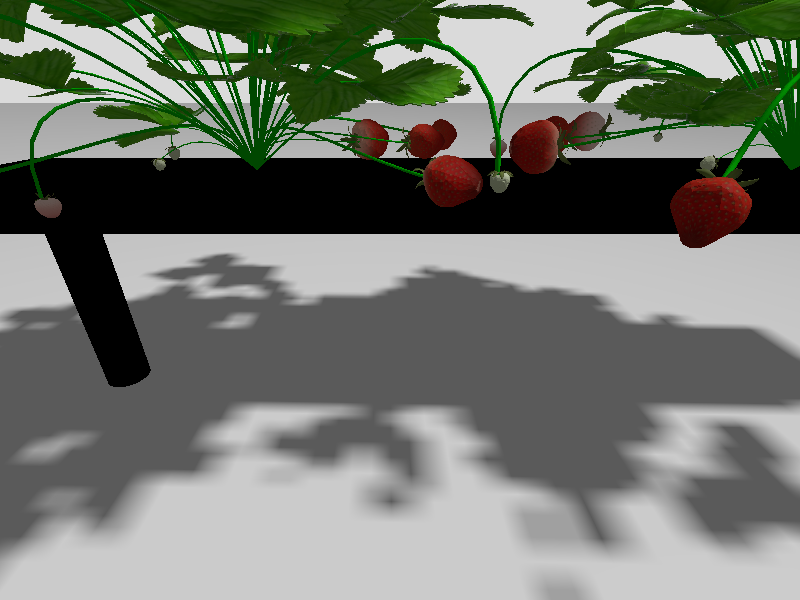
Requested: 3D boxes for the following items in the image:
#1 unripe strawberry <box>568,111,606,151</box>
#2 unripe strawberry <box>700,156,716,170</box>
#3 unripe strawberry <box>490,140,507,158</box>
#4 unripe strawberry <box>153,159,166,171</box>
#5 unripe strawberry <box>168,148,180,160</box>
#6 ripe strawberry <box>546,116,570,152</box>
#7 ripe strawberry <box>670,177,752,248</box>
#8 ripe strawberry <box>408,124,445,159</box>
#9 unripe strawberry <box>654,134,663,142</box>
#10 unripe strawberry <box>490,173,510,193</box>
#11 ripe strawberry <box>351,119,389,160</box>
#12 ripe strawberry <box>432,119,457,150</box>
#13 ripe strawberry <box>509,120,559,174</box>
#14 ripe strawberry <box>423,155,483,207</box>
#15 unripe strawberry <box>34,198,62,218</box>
[{"bbox_3d":[0.196,-0.180,0.428,0.039,0.039,0.043,21,34,35],"label":"unripe strawberry"},{"bbox_3d":[0.250,-0.111,0.326,0.011,0.011,0.010,-11,28,-2],"label":"unripe strawberry"},{"bbox_3d":[0.084,-0.130,0.345,0.015,0.015,0.014,2,28,3],"label":"unripe strawberry"},{"bbox_3d":[-0.206,-0.116,0.343,0.010,0.010,0.009,2,28,5],"label":"unripe strawberry"},{"bbox_3d":[-0.214,-0.139,0.380,0.010,0.011,0.011,14,31,25],"label":"unripe strawberry"},{"bbox_3d":[0.146,-0.162,0.398,0.040,0.039,0.037,11,29,21],"label":"ripe strawberry"},{"bbox_3d":[0.128,-0.036,0.168,0.027,0.030,0.029,27,-11,41],"label":"ripe strawberry"},{"bbox_3d":[0.024,-0.149,0.376,0.036,0.031,0.036,-9,29,-18],"label":"ripe strawberry"},{"bbox_3d":[0.309,-0.194,0.479,0.009,0.010,0.010,-3,28,-7],"label":"unripe strawberry"},{"bbox_3d":[0.046,-0.054,0.185,0.010,0.010,0.009,24,36,38],"label":"unripe strawberry"},{"bbox_3d":[-0.028,-0.156,0.390,0.037,0.037,0.035,-18,33,-32],"label":"ripe strawberry"},{"bbox_3d":[0.050,-0.185,0.449,0.033,0.032,0.030,-19,33,-34],"label":"ripe strawberry"},{"bbox_3d":[0.103,-0.118,0.310,0.037,0.039,0.034,-3,28,-5],"label":"ripe strawberry"},{"bbox_3d":[0.029,-0.064,0.217,0.031,0.027,0.031,22,35,35],"label":"ripe strawberry"},{"bbox_3d":[-0.178,-0.047,0.203,0.009,0.010,0.011,10,29,19],"label":"unripe strawberry"}]
